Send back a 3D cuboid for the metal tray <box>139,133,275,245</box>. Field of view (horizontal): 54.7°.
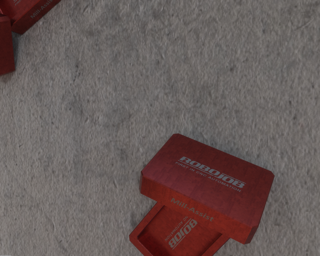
[{"bbox_3d":[0.054,0.062,0.353,0.130,0.090,0.030,22,129,18],"label":"metal tray"}]

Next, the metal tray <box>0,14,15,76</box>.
[{"bbox_3d":[-0.291,-0.144,0.486,0.130,0.030,0.089,23,124,18],"label":"metal tray"}]

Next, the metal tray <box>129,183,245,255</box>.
[{"bbox_3d":[0.033,0.123,0.388,0.090,0.030,0.129,42,107,14],"label":"metal tray"}]

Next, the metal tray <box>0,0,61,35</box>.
[{"bbox_3d":[-0.200,-0.219,0.474,0.130,0.030,0.090,-33,80,16],"label":"metal tray"}]
